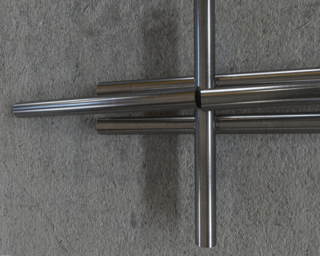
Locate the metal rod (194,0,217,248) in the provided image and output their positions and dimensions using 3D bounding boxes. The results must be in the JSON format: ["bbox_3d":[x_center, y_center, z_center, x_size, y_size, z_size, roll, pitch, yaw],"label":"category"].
[{"bbox_3d":[0.053,-0.013,0.364,0.025,0.025,0.298,0,90,19],"label":"metal rod"}]

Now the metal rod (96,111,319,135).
[{"bbox_3d":[0.059,-0.005,0.388,0.301,0.025,0.025,-1,90,19],"label":"metal rod"}]

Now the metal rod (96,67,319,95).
[{"bbox_3d":[0.059,-0.054,0.388,0.301,0.025,0.025,-1,90,19],"label":"metal rod"}]

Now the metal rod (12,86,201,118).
[{"bbox_3d":[-0.089,-0.031,0.413,0.300,0.025,0.025,-1,90,29],"label":"metal rod"}]

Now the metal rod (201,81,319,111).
[{"bbox_3d":[0.194,-0.038,0.316,0.301,0.025,0.025,-3,89,9],"label":"metal rod"}]
